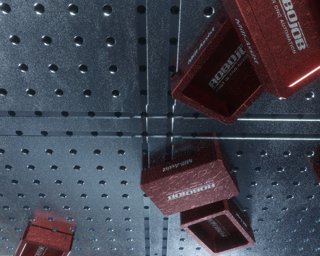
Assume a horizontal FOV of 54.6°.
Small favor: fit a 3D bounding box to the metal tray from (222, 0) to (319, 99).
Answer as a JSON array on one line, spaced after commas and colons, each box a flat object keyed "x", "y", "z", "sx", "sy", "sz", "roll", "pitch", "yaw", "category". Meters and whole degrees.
[{"x": 0.118, "y": -0.104, "z": 0.284, "sx": 0.090, "sy": 0.030, "sz": 0.130, "roll": -34, "pitch": 113, "yaw": 0, "category": "metal tray"}]

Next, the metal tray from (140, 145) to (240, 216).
[{"x": 0.046, "y": 0.085, "z": 0.481, "sx": 0.130, "sy": 0.030, "sz": 0.090, "roll": -21, "pitch": 127, "yaw": 17, "category": "metal tray"}]

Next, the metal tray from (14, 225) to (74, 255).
[{"x": -0.237, "y": 0.248, "z": 0.616, "sx": 0.090, "sy": 0.030, "sz": 0.129, "roll": 22, "pitch": 127, "yaw": -18, "category": "metal tray"}]

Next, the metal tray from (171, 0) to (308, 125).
[{"x": 0.083, "y": -0.071, "z": 0.348, "sx": 0.090, "sy": 0.030, "sz": 0.129, "roll": 24, "pitch": 126, "yaw": -20, "category": "metal tray"}]

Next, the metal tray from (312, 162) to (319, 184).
[{"x": 0.311, "y": 0.077, "z": 0.475, "sx": 0.130, "sy": 0.030, "sz": 0.090, "roll": 33, "pitch": 123, "yaw": -25, "category": "metal tray"}]

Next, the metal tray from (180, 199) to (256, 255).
[{"x": 0.106, "y": 0.181, "z": 0.562, "sx": 0.090, "sy": 0.030, "sz": 0.130, "roll": -26, "pitch": 126, "yaw": 20, "category": "metal tray"}]
